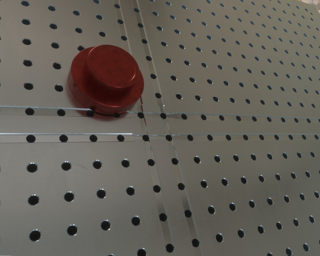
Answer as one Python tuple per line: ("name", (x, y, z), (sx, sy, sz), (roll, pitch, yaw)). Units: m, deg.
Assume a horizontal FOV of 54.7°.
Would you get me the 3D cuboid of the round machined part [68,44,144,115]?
("round machined part", (-0.066, -0.070, 0.405), (0.099, 0.042, 0.098), (14, 56, -21))
